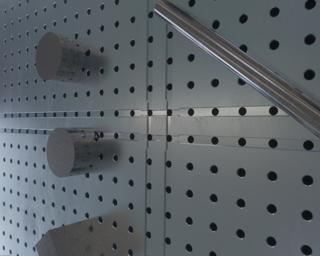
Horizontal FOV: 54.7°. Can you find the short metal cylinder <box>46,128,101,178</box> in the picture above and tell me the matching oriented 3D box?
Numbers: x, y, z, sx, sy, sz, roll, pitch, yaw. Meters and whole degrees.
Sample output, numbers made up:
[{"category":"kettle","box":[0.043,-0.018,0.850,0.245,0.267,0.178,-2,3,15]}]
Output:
[{"category":"short metal cylinder","box":[-0.143,0.039,0.512,0.080,0.050,0.080,0,91,40]}]

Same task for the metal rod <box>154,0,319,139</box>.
[{"category":"metal rod","box":[0.093,-0.064,0.332,0.300,0.025,0.025,46,118,30]}]

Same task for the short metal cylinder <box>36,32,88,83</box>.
[{"category":"short metal cylinder","box":[-0.170,-0.119,0.534,0.080,0.050,0.080,0,90,40]}]

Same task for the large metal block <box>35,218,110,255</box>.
[{"category":"large metal block","box":[-0.134,0.198,0.485,0.050,0.081,0.080,-48,62,30]}]
